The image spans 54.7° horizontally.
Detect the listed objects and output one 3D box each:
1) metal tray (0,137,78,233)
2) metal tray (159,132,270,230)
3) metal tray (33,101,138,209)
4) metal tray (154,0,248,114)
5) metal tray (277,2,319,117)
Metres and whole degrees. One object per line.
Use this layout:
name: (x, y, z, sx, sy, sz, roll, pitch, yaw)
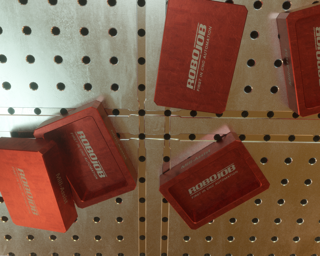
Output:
metal tray: (-0.170, 0.077, 0.416, 0.090, 0.030, 0.129, 2, 117, 18)
metal tray: (0.075, 0.077, 0.440, 0.130, 0.030, 0.090, -33, 107, 11)
metal tray: (-0.097, 0.039, 0.423, 0.090, 0.030, 0.129, -22, 109, 7)
metal tray: (0.046, -0.087, 0.379, 0.091, 0.030, 0.129, 8, 110, -4)
metal tray: (0.203, -0.087, 0.381, 0.090, 0.030, 0.129, -15, 110, 5)
